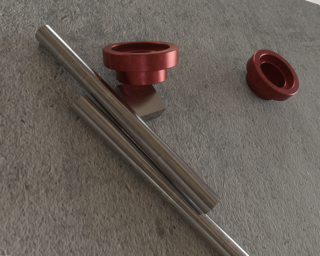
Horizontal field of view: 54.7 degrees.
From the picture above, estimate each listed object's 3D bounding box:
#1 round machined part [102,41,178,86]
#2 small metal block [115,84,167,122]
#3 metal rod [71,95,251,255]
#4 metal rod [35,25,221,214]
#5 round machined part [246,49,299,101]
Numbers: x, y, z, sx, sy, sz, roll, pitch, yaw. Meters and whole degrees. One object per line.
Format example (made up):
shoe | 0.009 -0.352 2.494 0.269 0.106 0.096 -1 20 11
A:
round machined part | -0.025 -0.086 0.411 0.099 0.042 0.098 -1 25 1
small metal block | -0.028 -0.034 0.409 0.050 0.025 0.050 -21 73 -36
metal rod | 0.011 0.074 0.364 0.300 0.025 0.025 44 51 2
metal rod | -0.045 -0.017 0.371 0.300 0.025 0.025 45 51 10
round machined part | 0.194 -0.088 0.551 0.099 0.042 0.098 14 56 -21
